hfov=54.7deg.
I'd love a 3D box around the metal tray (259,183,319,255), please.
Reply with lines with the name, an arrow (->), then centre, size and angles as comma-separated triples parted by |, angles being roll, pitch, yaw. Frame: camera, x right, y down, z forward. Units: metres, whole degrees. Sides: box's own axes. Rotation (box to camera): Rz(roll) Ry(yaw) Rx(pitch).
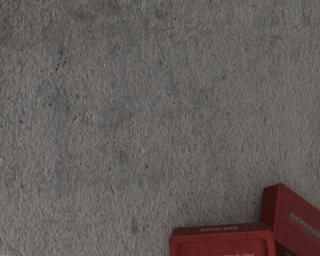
metal tray -> 0.207, 0.153, 0.461 | 0.130, 0.030, 0.090 | 35, 52, -16

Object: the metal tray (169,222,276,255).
metal tray -> 0.083, 0.176, 0.404 | 0.131, 0.030, 0.089 | -7, 93, 9

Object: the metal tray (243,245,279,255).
metal tray -> 0.176, 0.227, 0.471 | 0.131, 0.030, 0.090 | 24, 82, -19
